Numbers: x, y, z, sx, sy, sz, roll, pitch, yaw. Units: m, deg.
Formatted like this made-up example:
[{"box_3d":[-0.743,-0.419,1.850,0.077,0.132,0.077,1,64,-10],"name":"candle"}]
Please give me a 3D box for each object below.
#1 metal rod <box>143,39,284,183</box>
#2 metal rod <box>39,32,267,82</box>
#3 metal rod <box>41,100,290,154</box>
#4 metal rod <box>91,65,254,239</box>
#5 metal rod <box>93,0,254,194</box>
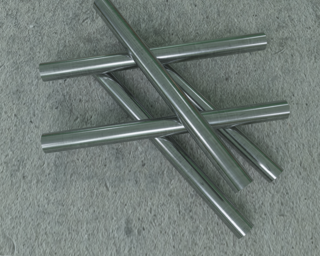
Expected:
[{"box_3d":[0.044,-0.043,0.425,0.025,0.025,0.300,-41,75,-14],"name":"metal rod"},{"box_3d":[-0.006,-0.097,0.418,0.302,0.025,0.025,-9,71,-4],"name":"metal rod"},{"box_3d":[0.010,-0.002,0.384,0.302,0.025,0.025,-8,70,-4],"name":"metal rod"},{"box_3d":[0.003,0.016,0.403,0.025,0.025,0.300,-39,75,-13],"name":"metal rod"},{"box_3d":[0.006,-0.052,0.376,0.025,0.025,0.299,-33,74,-11],"name":"metal rod"}]
